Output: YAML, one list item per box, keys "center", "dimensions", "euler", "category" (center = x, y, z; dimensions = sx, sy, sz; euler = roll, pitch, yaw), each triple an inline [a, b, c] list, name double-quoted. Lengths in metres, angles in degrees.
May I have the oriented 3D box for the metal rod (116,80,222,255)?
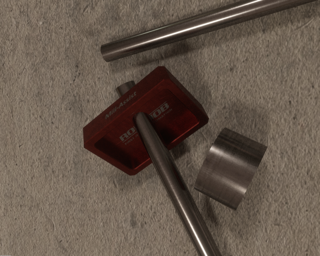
- center: [0.024, 0.081, 0.379]
  dimensions: [0.025, 0.025, 0.299]
  euler: [-27, 89, 18]
  category: "metal rod"

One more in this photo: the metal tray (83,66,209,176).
- center: [-0.018, -0.003, 0.380]
  dimensions: [0.130, 0.090, 0.030]
  euler: [-37, 40, 16]
  category: "metal tray"

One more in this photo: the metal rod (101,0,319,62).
- center: [0.063, -0.133, 0.386]
  dimensions: [0.301, 0.025, 0.025]
  euler: [-12, 86, 19]
  category: "metal rod"

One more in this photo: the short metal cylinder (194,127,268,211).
- center: [0.080, 0.046, 0.351]
  dimensions: [0.050, 0.080, 0.080]
  euler: [27, 99, 18]
  category: "short metal cylinder"
